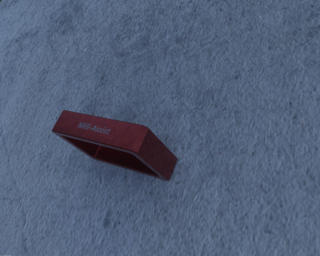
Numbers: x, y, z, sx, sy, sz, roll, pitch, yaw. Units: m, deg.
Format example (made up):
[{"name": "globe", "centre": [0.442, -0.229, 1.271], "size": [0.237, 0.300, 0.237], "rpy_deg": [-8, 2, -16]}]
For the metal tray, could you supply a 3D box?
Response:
[{"name": "metal tray", "centre": [-0.054, 0.021, 0.376], "size": [0.130, 0.090, 0.030], "rpy_deg": [11, 68, 32]}]
